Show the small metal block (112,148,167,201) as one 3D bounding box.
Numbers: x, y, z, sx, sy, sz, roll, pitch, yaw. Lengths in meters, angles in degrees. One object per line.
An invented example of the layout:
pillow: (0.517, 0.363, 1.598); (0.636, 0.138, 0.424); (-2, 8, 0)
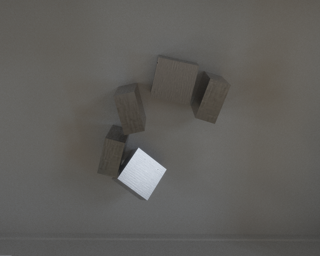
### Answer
small metal block: (-0.028, 0.063, 0.420); (0.050, 0.025, 0.050); (40, 66, -14)

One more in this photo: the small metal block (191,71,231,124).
small metal block: (0.061, -0.039, 0.384); (0.025, 0.050, 0.050); (17, 109, -7)

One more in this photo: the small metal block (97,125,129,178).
small metal block: (-0.060, 0.029, 0.407); (0.025, 0.050, 0.050); (15, 109, -3)

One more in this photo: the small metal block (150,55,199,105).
small metal block: (0.017, -0.061, 0.389); (0.050, 0.025, 0.050); (11, 110, -5)

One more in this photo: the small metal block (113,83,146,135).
small metal block: (-0.036, -0.025, 0.388); (0.025, 0.050, 0.050); (-12, 110, 4)
